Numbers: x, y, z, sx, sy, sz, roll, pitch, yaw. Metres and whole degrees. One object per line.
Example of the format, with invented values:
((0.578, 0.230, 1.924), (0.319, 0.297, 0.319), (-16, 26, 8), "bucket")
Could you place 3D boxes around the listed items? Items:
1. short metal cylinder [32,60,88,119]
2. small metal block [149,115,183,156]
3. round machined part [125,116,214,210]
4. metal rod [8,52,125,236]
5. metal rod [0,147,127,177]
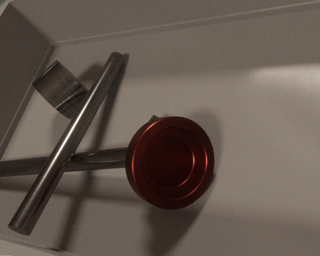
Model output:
((-0.149, -0.059, 0.483), (0.050, 0.080, 0.080), (-44, 51, -2), "short metal cylinder")
((0.000, 0.018, 0.394), (0.050, 0.025, 0.050), (28, 77, 37), "small metal block")
((0.008, 0.036, 0.341), (0.098, 0.098, 0.042), (-60, 23, -14), "round machined part")
((-0.111, -0.003, 0.423), (0.025, 0.025, 0.300), (-2, 48, 27), "metal rod")
((-0.147, 0.051, 0.434), (0.300, 0.025, 0.025), (-8, 58, 29), "metal rod")
